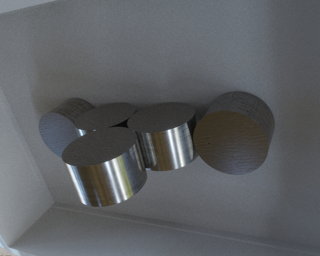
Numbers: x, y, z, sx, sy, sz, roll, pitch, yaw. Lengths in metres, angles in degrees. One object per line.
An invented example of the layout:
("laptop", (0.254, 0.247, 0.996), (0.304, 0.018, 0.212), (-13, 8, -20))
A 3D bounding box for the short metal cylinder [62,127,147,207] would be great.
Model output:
("short metal cylinder", (-0.059, 0.039, 0.338), (0.080, 0.080, 0.050), (2, 119, 27))

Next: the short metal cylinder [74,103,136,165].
("short metal cylinder", (-0.066, 0.006, 0.409), (0.080, 0.080, 0.050), (2, 119, 27))

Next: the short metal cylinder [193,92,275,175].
("short metal cylinder", (0.084, 0.005, 0.349), (0.080, 0.050, 0.079), (13, 124, 21))

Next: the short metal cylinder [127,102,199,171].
("short metal cylinder", (0.006, 0.008, 0.373), (0.080, 0.080, 0.050), (2, 119, 27))

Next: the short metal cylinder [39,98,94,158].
("short metal cylinder", (-0.130, 0.002, 0.460), (0.080, 0.050, 0.079), (13, 124, 21))
